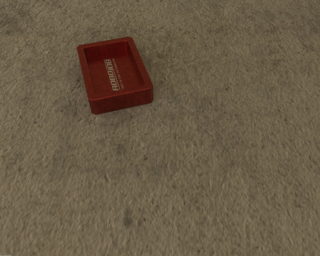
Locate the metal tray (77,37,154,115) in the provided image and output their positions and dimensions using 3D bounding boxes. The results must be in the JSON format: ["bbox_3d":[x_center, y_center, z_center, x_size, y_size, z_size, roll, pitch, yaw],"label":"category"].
[{"bbox_3d":[-0.070,-0.084,0.470,0.091,0.030,0.130,-13,51,-11],"label":"metal tray"}]
